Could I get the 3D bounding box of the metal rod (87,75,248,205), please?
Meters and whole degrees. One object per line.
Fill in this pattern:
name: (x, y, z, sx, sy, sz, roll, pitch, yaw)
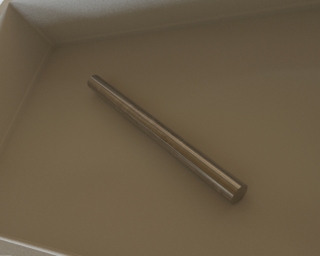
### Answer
metal rod: (-0.012, -0.003, 0.410, 0.025, 0.025, 0.300, -48, 52, -6)
